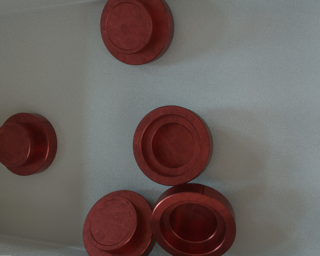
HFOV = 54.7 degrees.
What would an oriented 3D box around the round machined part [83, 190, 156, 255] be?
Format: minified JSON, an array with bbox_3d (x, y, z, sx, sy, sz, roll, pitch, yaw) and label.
[{"bbox_3d":[-0.054,0.126,0.396,0.098,0.042,0.098,-8,56,13],"label":"round machined part"}]

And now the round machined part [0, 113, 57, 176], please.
[{"bbox_3d":[-0.212,0.025,0.474,0.098,0.042,0.097,0,90,19],"label":"round machined part"}]

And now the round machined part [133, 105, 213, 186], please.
[{"bbox_3d":[0.019,0.022,0.393,0.098,0.042,0.097,-1,88,20],"label":"round machined part"}]

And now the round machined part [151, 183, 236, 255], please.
[{"bbox_3d":[0.041,0.109,0.375,0.098,0.042,0.097,4,111,10],"label":"round machined part"}]

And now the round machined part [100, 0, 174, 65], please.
[{"bbox_3d":[-0.035,-0.130,0.400,0.098,0.042,0.097,6,107,19],"label":"round machined part"}]
